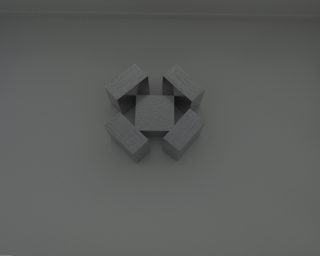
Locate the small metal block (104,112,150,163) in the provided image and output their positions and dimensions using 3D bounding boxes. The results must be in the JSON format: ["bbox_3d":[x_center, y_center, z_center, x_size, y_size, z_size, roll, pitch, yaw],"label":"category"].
[{"bbox_3d":[-0.040,0.014,0.389,0.025,0.050,0.050,-43,76,-13],"label":"small metal block"}]

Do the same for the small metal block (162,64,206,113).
[{"bbox_3d":[0.030,-0.049,0.412,0.025,0.050,0.050,-43,77,-15],"label":"small metal block"}]

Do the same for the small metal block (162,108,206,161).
[{"bbox_3d":[0.029,0.010,0.390,0.025,0.050,0.050,39,74,12],"label":"small metal block"}]

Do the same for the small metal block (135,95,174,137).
[{"bbox_3d":[-0.007,-0.016,0.413,0.050,0.025,0.050,1,70,0],"label":"small metal block"}]

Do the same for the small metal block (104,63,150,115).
[{"bbox_3d":[-0.042,-0.050,0.412,0.050,0.050,0.025,-40,74,-13],"label":"small metal block"}]
